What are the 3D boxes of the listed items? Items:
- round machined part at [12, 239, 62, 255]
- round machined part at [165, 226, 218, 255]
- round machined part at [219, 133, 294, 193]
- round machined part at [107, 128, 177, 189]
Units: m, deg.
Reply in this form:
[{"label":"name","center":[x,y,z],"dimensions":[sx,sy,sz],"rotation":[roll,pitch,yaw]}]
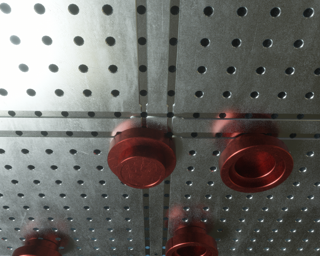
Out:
[{"label":"round machined part","center":[-0.241,0.257,0.617],"dimensions":[0.099,0.042,0.097],"rotation":[0,130,0]},{"label":"round machined part","center":[0.059,0.225,0.592],"dimensions":[0.099,0.042,0.097],"rotation":[0,130,0]},{"label":"round machined part","center":[0.132,0.045,0.440],"dimensions":[0.099,0.042,0.097],"rotation":[0,130,0]},{"label":"round machined part","center":[-0.026,0.049,0.442],"dimensions":[0.099,0.042,0.097],"rotation":[0,130,0]}]
